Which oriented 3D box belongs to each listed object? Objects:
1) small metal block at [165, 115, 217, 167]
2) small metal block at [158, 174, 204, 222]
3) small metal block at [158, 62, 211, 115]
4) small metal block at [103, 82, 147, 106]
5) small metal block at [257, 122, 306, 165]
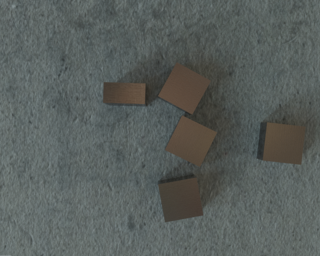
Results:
[{"bbox_3d":[0.040,0.017,0.411,0.050,0.025,0.050,26,90,-1],"label":"small metal block"},{"bbox_3d":[0.027,0.092,0.410,0.050,0.025,0.050,-10,90,-1],"label":"small metal block"},{"bbox_3d":[0.032,-0.051,0.410,0.050,0.025,0.050,29,90,-1],"label":"small metal block"},{"bbox_3d":[-0.043,-0.042,0.397,0.050,0.050,0.025,2,90,-1],"label":"small metal block"},{"bbox_3d":[0.160,0.020,0.412,0.050,0.025,0.050,6,90,-1],"label":"small metal block"}]
